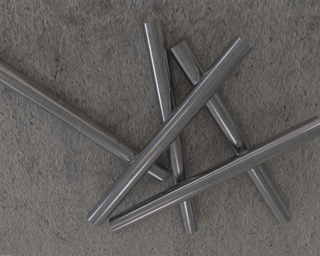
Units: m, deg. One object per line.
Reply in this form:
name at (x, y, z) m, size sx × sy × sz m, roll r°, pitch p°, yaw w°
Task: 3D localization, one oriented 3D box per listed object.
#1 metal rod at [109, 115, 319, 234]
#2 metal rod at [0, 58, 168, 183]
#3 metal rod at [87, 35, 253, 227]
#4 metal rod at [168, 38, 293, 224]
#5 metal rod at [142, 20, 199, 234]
metal rod at (0.067, 0.065, 0.406) m, size 0.300 × 0.025 × 0.025 m, roll -28°, pitch 108°, yaw 9°
metal rod at (-0.118, -0.017, 0.402) m, size 0.301 × 0.025 × 0.025 m, roll 35°, pitch 106°, yaw -12°
metal rod at (0.003, 0.015, 0.387) m, size 0.025 × 0.025 × 0.299 m, roll 36°, pitch 106°, yaw -12°
metal rod at (0.102, 0.016, 0.416) m, size 0.025 × 0.025 × 0.299 m, roll -32°, pitch 107°, yaw 11°
metal rod at (0.018, 0.013, 0.414) m, size 0.025 × 0.025 × 0.298 m, roll -10°, pitch 110°, yaw 3°
